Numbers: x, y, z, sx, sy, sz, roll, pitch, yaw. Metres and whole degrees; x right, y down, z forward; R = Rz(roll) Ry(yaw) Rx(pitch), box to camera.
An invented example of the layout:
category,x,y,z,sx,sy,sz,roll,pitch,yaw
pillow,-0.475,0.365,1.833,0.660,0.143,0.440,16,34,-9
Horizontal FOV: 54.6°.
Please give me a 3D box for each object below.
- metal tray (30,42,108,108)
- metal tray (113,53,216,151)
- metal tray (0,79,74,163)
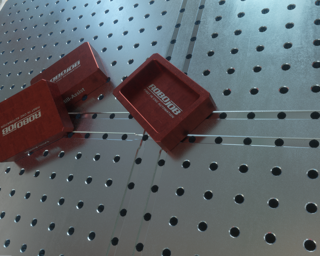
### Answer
category,x,y,z,sx,sy,sz,roll,pitch,yaw
metal tray,-0.162,-0.084,0.543,0.130,0.030,0.090,-32,51,7
metal tray,0.002,-0.040,0.429,0.090,0.030,0.130,-43,51,-1
metal tray,-0.214,-0.010,0.500,0.130,0.030,0.090,-25,81,12
